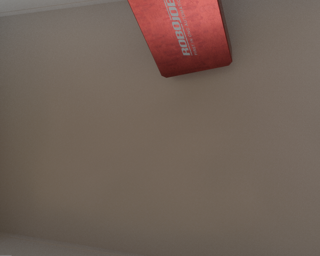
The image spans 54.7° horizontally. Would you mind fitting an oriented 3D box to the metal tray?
[{"bbox_3d":[0.025,-0.122,0.351,0.090,0.130,0.030,-8,47,19],"label":"metal tray"}]
